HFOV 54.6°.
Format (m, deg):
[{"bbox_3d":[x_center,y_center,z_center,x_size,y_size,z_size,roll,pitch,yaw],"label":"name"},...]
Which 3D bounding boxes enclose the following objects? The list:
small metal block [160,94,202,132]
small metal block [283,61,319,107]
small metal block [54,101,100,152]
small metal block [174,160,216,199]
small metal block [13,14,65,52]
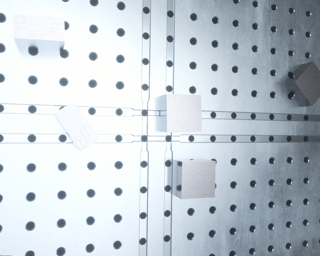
[{"bbox_3d":[0.028,-0.020,0.423,0.050,0.025,0.050,-1,90,-20],"label":"small metal block"},{"bbox_3d":[0.236,-0.070,0.499,0.050,0.025,0.050,-45,104,-14],"label":"small metal block"},{"bbox_3d":[-0.099,-0.002,0.363,0.025,0.050,0.050,-34,101,-17],"label":"small metal block"},{"bbox_3d":[0.048,0.070,0.430,0.050,0.025,0.050,1,90,-20],"label":"small metal block"},{"bbox_3d":[-0.135,-0.105,0.349,0.050,0.050,0.025,-2,91,-20],"label":"small metal block"}]
